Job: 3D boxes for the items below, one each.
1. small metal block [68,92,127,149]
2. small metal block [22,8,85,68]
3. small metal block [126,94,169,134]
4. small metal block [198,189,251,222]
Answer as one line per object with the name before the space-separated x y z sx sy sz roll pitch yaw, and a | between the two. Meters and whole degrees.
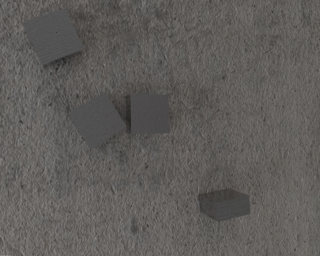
small metal block | -0.078 -0.009 0.380 0.050 0.025 0.050 -33 101 -17
small metal block | -0.124 -0.104 0.363 0.050 0.025 0.050 -27 99 -18
small metal block | -0.017 -0.018 0.403 0.050 0.025 0.050 -1 91 -20
small metal block | 0.088 0.105 0.428 0.050 0.050 0.025 -7 93 -20
